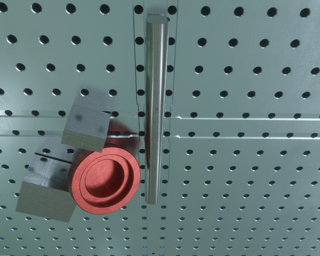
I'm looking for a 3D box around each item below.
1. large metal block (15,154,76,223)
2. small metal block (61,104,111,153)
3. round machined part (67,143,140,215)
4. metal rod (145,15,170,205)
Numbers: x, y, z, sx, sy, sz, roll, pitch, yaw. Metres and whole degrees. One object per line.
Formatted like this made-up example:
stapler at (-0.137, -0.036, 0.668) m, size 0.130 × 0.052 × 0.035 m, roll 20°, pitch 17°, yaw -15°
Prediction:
large metal block at (-0.165, 0.094, 0.472) m, size 0.081 × 0.050 × 0.079 m, roll 18°, pitch 129°, yaw -15°
small metal block at (-0.093, 0.000, 0.394) m, size 0.050 × 0.050 × 0.025 m, roll 15°, pitch 128°, yaw -13°
round machined part at (-0.081, 0.068, 0.436) m, size 0.099 × 0.042 × 0.097 m, roll -8°, pitch 107°, yaw -29°
metal rod at (-0.007, 0.002, 0.413) m, size 0.025 × 0.025 × 0.298 m, roll 1°, pitch 130°, yaw -2°
